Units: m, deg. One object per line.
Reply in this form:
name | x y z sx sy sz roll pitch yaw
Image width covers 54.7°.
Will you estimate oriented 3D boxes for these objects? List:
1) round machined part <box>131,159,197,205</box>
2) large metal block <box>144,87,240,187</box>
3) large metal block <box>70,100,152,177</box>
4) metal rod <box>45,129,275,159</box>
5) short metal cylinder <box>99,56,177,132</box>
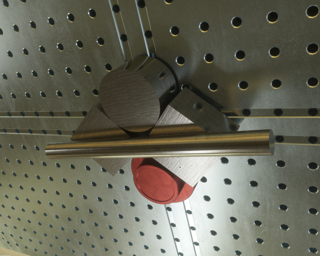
round machined part | 0.002 0.068 0.436 0.098 0.042 0.097 13 124 21
large metal block | 0.035 0.012 0.375 0.080 0.050 0.079 36 130 4
large metal block | -0.064 0.007 0.428 0.080 0.050 0.080 42 129 -3
metal rod | -0.024 0.023 0.366 0.300 0.025 0.025 -4 116 30
short metal cylinder | -0.026 -0.042 0.378 0.080 0.050 0.079 13 124 21
